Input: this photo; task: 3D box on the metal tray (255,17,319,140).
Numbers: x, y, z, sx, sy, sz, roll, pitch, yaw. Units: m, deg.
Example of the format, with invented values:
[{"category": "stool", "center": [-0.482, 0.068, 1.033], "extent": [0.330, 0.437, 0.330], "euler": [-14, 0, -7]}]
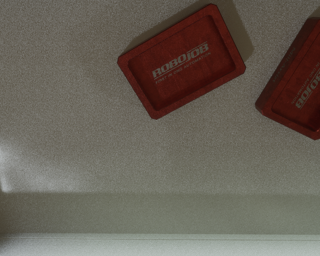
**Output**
[{"category": "metal tray", "center": [0.194, -0.059, 0.389], "extent": [0.090, 0.030, 0.129], "euler": [25, 108, -9]}]

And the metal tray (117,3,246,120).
[{"category": "metal tray", "center": [0.026, -0.079, 0.379], "extent": [0.130, 0.030, 0.090], "euler": [-28, 108, 9]}]
